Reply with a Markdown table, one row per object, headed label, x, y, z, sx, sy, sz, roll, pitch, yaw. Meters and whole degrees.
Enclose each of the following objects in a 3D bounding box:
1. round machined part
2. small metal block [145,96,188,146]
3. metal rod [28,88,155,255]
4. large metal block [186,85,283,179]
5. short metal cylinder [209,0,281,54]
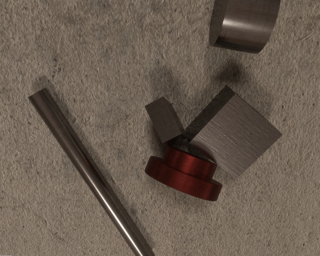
| label | x | y | z | sx | sy | sz | roll | pitch | yaw |
| --- | --- | --- | --- | --- | --- | --- | --- | --- | --- |
| round machined part | 0.034 | 0.053 | 0.395 | 0.099 | 0.098 | 0.042 | 22 | 89 | -8 |
| small metal block | 0.009 | -0.007 | 0.384 | 0.025 | 0.050 | 0.050 | -28 | 77 | 9 |
| metal rod | -0.087 | 0.080 | 0.437 | 0.025 | 0.025 | 0.299 | -26 | 109 | 9 |
| large metal block | 0.092 | 0.004 | 0.400 | 0.080 | 0.050 | 0.080 | 38 | 105 | -13 |
| short metal cylinder | 0.089 | -0.125 | 0.336 | 0.050 | 0.080 | 0.079 | 9 | 110 | -4 |
